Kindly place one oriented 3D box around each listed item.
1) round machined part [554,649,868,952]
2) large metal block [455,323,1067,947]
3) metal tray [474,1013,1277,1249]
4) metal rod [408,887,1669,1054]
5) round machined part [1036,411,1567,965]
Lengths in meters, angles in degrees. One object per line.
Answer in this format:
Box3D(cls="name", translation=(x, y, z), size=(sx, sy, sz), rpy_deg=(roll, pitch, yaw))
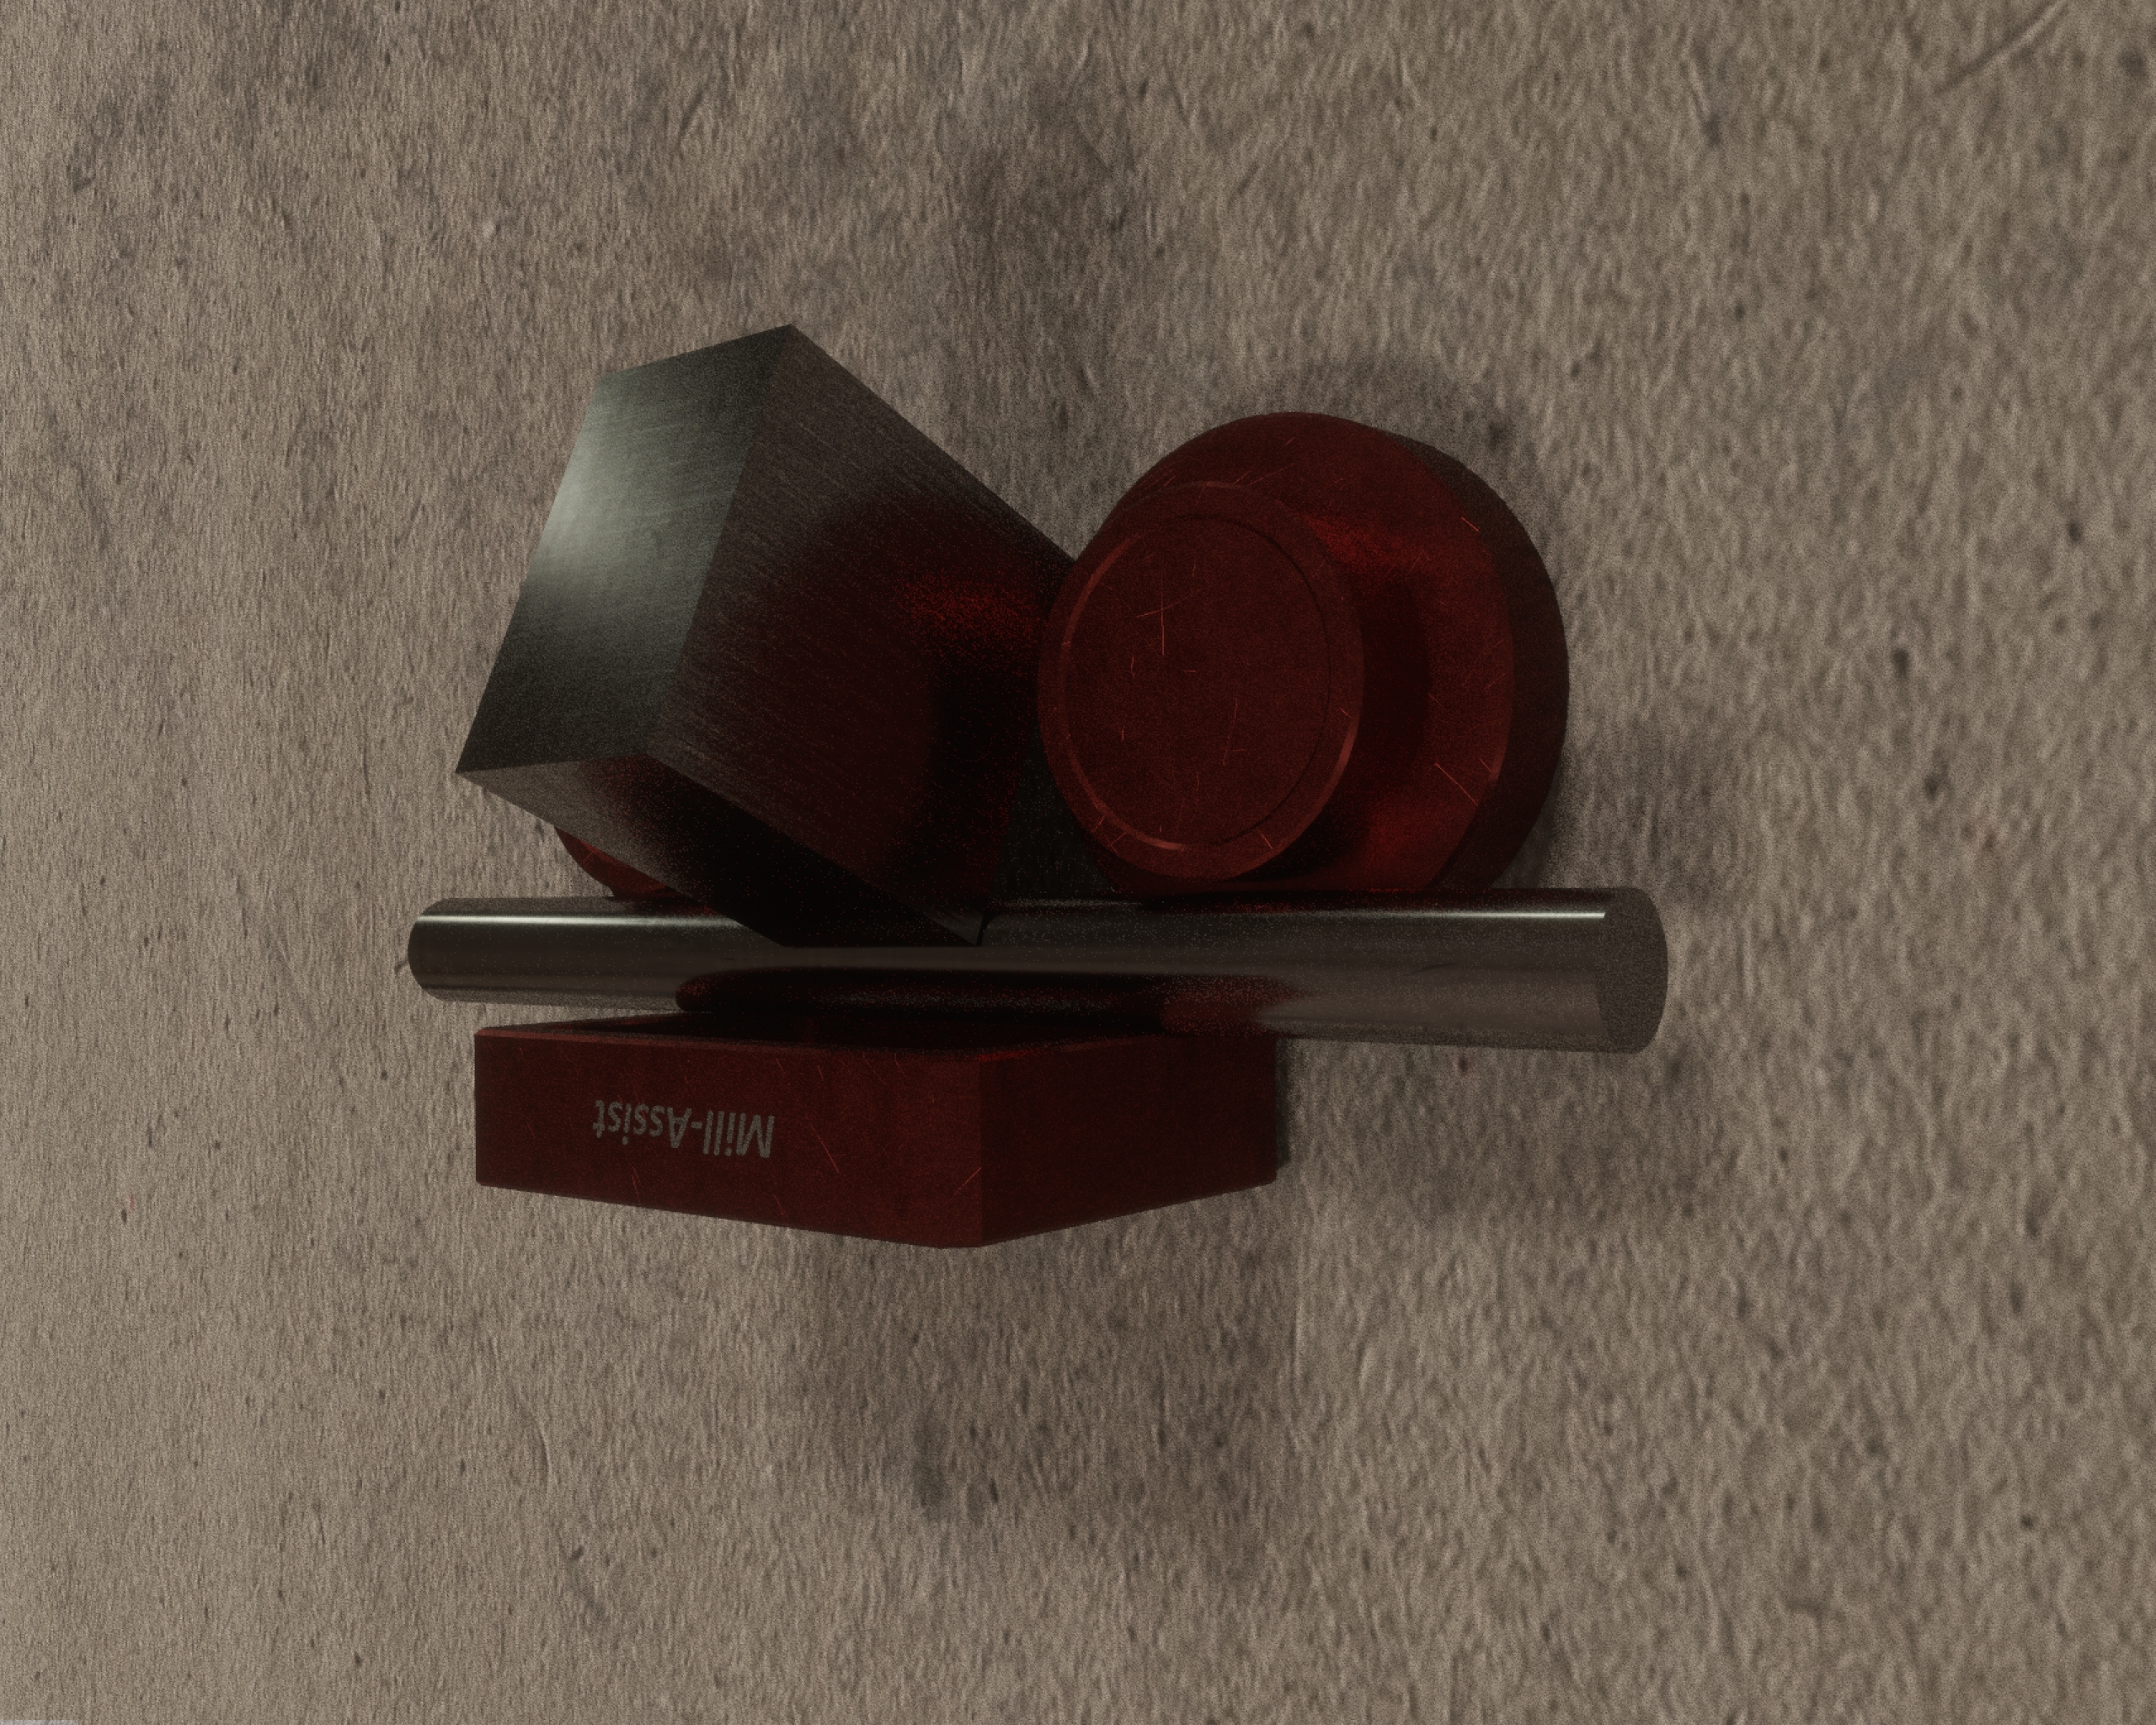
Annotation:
Box3D(cls="round machined part", translation=(-0.081, -0.027, 0.458), size=(0.098, 0.042, 0.097), rpy_deg=(0, 90, 39))
Box3D(cls="large metal block", translation=(-0.052, -0.037, 0.377), size=(0.050, 0.080, 0.080), rpy_deg=(-3, 65, 39))
Box3D(cls="metal tray", translation=(-0.040, 0.046, 0.394), size=(0.130, 0.091, 0.030), rpy_deg=(-1, 89, 39))
Box3D(cls="metal rod", translation=(-0.033, 0.019, 0.405), size=(0.300, 0.025, 0.025), rpy_deg=(-1, 89, 39))
Box3D(cls="round machined part", translation=(0.032, -0.031, 0.366), size=(0.098, 0.042, 0.097), rpy_deg=(0, 90, 39))
